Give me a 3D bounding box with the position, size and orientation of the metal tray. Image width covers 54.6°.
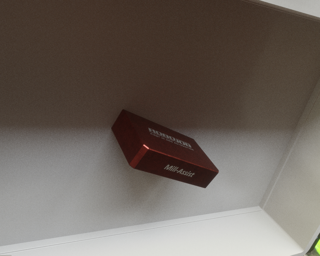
[{"bbox_3d":[0.007,0.026,0.403,0.131,0.090,0.030,22,112,-38],"label":"metal tray"}]
